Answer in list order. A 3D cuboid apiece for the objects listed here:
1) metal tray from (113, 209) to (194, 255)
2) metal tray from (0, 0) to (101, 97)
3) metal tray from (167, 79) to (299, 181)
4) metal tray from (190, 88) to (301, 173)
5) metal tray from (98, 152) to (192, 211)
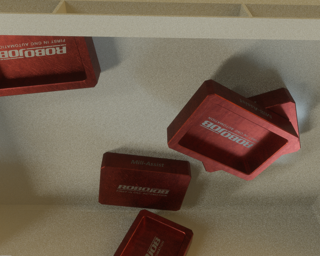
[{"bbox_3d":[-0.017,0.192,0.448,0.090,0.130,0.030,20,137,17],"label":"metal tray"},{"bbox_3d":[-0.139,-0.083,0.332,0.131,0.030,0.089,-5,130,4],"label":"metal tray"},{"bbox_3d":[0.085,0.008,0.373,0.131,0.030,0.089,24,126,-20],"label":"metal tray"},{"bbox_3d":[0.113,0.007,0.413,0.130,0.030,0.090,-16,129,13],"label":"metal tray"},{"bbox_3d":[-0.025,0.085,0.478,0.131,0.030,0.089,7,130,-7],"label":"metal tray"}]
